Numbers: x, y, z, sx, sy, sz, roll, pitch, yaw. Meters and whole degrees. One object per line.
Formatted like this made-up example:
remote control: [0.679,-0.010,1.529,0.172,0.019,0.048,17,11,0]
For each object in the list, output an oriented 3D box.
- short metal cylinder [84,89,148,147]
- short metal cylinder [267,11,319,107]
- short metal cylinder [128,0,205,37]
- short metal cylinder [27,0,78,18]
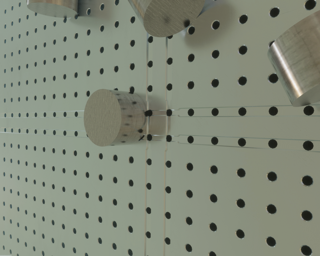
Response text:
short metal cylinder: [-0.065,-0.014,0.446,0.080,0.050,0.079,0,90,40]
short metal cylinder: [0.139,-0.058,0.259,0.080,0.081,0.050,-31,71,36]
short metal cylinder: [0.006,-0.156,0.368,0.080,0.081,0.050,-42,65,32]
short metal cylinder: [-0.179,-0.223,0.522,0.080,0.081,0.050,7,95,40]
